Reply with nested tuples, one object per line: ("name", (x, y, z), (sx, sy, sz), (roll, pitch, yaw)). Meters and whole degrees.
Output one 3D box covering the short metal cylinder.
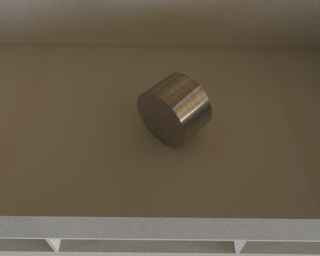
("short metal cylinder", (0.018, -0.022, 0.388), (0.080, 0.080, 0.050), (37, 59, 26))
